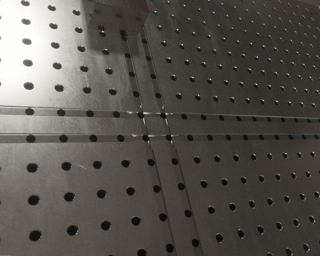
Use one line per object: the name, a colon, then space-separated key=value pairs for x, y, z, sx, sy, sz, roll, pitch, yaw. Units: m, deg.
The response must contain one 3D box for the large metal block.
large metal block: x=-0.070 y=-0.194 z=0.474 sx=0.081 sy=0.050 sz=0.080 roll=0 pitch=62 yaw=-29
